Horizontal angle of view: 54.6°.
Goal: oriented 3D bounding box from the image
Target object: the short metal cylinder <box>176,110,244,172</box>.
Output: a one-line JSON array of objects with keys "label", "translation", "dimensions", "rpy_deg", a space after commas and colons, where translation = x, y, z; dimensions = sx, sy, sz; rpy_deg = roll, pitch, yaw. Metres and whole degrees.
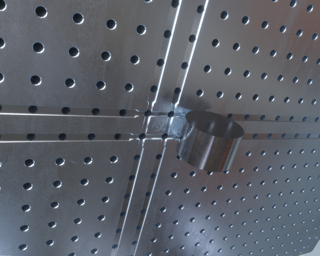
[{"label": "short metal cylinder", "translation": [0.067, 0.016, 0.421], "dimensions": [0.081, 0.080, 0.050], "rpy_deg": [0, 119, -28]}]
